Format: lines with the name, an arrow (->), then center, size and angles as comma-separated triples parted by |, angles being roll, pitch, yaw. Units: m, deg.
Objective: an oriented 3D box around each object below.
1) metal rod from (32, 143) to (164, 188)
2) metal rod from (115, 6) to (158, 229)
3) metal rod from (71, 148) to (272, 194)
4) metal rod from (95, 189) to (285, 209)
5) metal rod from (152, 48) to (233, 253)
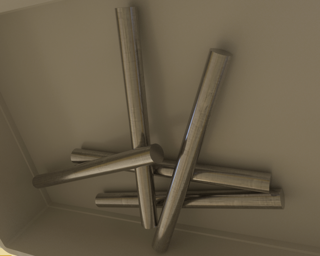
metal rod -> -0.113, 0.065, 0.472 | 0.299, 0.025, 0.025 | -17, 110, 40
metal rod -> -0.026, 0.004, 0.399 | 0.025, 0.025, 0.298 | 6, 115, 24
metal rod -> -0.001, 0.056, 0.441 | 0.301, 0.025, 0.025 | 5, 121, 25
metal rod -> 0.024, 0.106, 0.458 | 0.300, 0.025, 0.025 | -8, 114, 31
metal rod -> 0.032, 0.048, 0.393 | 0.025, 0.025, 0.298 | 22, 119, 14
